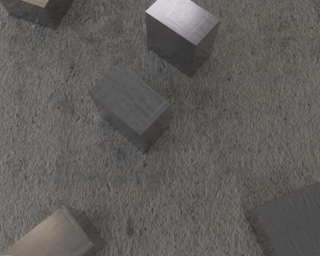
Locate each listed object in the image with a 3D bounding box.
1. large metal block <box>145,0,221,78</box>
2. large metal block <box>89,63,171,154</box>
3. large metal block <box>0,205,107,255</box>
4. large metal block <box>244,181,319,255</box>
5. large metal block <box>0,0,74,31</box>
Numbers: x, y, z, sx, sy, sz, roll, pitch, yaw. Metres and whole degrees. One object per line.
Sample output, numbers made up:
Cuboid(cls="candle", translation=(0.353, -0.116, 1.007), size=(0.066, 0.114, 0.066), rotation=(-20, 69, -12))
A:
Cuboid(cls="large metal block", translation=(0.029, -0.128, 0.426), size=(0.080, 0.080, 0.050), rotation=(38, 74, 12))
Cuboid(cls="large metal block", translation=(-0.034, -0.021, 0.386), size=(0.080, 0.080, 0.050), rotation=(40, 75, 13))
Cuboid(cls="large metal block", translation=(-0.110, 0.132, 0.330), size=(0.080, 0.080, 0.050), rotation=(-38, 75, -13))
Cuboid(cls="large metal block", translation=(0.156, 0.117, 0.353), size=(0.080, 0.050, 0.080), rotation=(-20, 71, -7))
Cuboid(cls="large metal block", translation=(-0.183, -0.206, 0.469), size=(0.080, 0.050, 0.080), rotation=(20, 71, 7))
